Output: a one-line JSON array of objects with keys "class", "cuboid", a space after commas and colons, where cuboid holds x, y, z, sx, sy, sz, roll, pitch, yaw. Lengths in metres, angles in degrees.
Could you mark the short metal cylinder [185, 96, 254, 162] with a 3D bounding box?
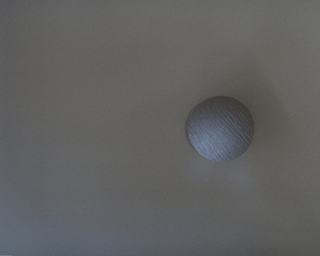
[{"class": "short metal cylinder", "cuboid": [0.074, 0.001, 0.399, 0.080, 0.050, 0.080, 0, 90, 0]}]
